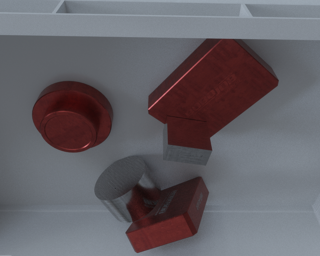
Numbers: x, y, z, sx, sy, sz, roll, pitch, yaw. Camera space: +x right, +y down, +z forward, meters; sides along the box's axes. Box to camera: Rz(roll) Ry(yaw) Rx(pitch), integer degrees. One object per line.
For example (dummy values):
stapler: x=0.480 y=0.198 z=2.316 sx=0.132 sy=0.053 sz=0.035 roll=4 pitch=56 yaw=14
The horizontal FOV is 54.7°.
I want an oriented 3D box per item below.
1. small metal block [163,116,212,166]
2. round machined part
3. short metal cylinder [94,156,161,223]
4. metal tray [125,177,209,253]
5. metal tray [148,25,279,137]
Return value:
small metal block: x=0.031 y=0.015 z=0.366 sx=0.050 sy=0.050 sz=0.025 roll=8 pitch=130 yaw=-8
round machined part: x=-0.111 y=-0.007 z=0.391 sx=0.099 sy=0.042 sz=0.097 roll=-1 pitch=130 yaw=0
short metal cylinder: x=-0.045 y=0.087 z=0.443 sx=0.080 sy=0.080 sz=0.050 roll=-21 pitch=122 yaw=16
metal tray: x=0.016 y=0.119 z=0.444 sx=0.090 sy=0.130 sz=0.030 roll=-24 pitch=94 yaw=19
metal tray: x=0.059 y=-0.044 z=0.369 sx=0.090 sy=0.030 sz=0.130 roll=33 pitch=123 yaw=-25
